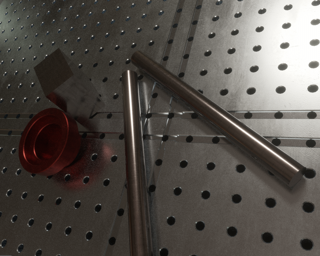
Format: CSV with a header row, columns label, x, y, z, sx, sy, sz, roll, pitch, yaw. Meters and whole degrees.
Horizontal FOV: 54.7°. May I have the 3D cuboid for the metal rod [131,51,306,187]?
label,x,y,z,sx,sy,sz,roll,pitch,yaw
metal rod,0.051,-0.031,0.399,0.025,0.025,0.300,-45,51,-3

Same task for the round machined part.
label,x,y,z,sx,sy,sz,roll,pitch,yaw
round machined part,-0.157,0.023,0.457,0.098,0.042,0.098,-11,66,27

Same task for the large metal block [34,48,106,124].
label,x,y,z,sx,sy,sz,roll,pitch,yaw
large metal block,-0.141,-0.065,0.484,0.050,0.080,0.080,-38,51,2

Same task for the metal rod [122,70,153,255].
label,x,y,z,sx,sy,sz,roll,pitch,yaw
metal rod,-0.032,0.043,0.397,0.025,0.025,0.299,-19,54,17
